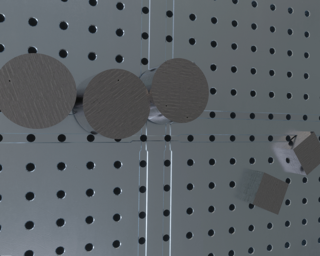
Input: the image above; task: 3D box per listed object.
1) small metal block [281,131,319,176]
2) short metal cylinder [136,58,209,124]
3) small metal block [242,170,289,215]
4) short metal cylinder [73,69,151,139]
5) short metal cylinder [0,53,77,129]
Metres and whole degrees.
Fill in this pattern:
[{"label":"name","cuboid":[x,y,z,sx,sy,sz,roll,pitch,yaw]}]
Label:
[{"label":"small metal block","cuboid":[0.233,0.040,0.499,0.050,0.025,0.050,-35,102,-17]},{"label":"short metal cylinder","cuboid":[0.015,-0.045,0.401,0.081,0.050,0.080,1,88,-26]},{"label":"small metal block","cuboid":[0.161,0.098,0.473,0.050,0.025,0.050,25,82,-19]},{"label":"short metal cylinder","cuboid":[-0.059,-0.028,0.373,0.081,0.050,0.079,-1,92,-27]},{"label":"short metal cylinder","cuboid":[-0.138,-0.039,0.349,0.081,0.050,0.079,0,90,-20]}]
